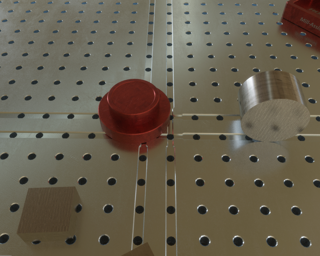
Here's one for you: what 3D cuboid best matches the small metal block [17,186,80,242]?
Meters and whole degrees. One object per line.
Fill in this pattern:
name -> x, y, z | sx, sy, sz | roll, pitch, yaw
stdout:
small metal block -> -0.116, 0.091, 0.330 | 0.050, 0.025, 0.050 | -2, 50, -2

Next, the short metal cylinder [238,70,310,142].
short metal cylinder -> 0.142, -0.026, 0.395 | 0.080, 0.080, 0.050 | 3, 50, 3

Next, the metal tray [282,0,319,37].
metal tray -> 0.312, -0.210, 0.582 | 0.091, 0.030, 0.130 | -31, 57, -23

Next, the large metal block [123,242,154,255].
large metal block -> -0.034, 0.147, 0.248 | 0.081, 0.080, 0.050 | -22, 54, -18

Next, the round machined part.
round machined part -> -0.035, -0.029, 0.421 | 0.099, 0.042, 0.098 | 0, 50, 0
